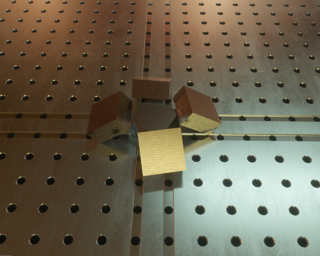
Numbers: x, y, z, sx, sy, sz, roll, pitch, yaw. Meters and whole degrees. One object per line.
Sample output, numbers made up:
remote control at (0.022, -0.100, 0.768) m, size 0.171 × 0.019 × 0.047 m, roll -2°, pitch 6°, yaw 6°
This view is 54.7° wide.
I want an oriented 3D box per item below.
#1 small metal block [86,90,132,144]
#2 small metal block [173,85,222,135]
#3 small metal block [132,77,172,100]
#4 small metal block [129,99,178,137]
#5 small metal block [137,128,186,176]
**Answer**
small metal block at (-0.065, -0.014, 0.404) m, size 0.050 × 0.025 × 0.050 m, roll -24°, pitch 45°, yaw 25°
small metal block at (0.049, -0.023, 0.412) m, size 0.050 × 0.025 × 0.050 m, roll 18°, pitch 41°, yaw -32°
small metal block at (-0.010, -0.057, 0.439) m, size 0.050 × 0.025 × 0.050 m, roll 5°, pitch 14°, yaw 4°
small metal block at (-0.008, -0.008, 0.413) m, size 0.050 × 0.025 × 0.050 m, roll 25°, pitch 54°, yaw 19°
small metal block at (0.001, 0.028, 0.368) m, size 0.050 × 0.025 × 0.050 m, roll -7°, pitch 86°, yaw -6°
